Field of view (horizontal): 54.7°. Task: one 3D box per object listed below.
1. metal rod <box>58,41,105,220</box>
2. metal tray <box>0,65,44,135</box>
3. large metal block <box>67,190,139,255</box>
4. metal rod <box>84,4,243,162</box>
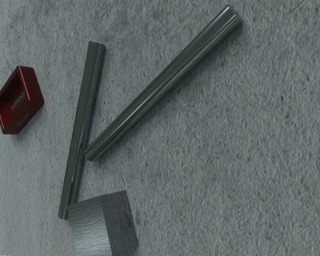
[{"bbox_3d":[-0.131,0.010,0.510,0.025,0.025,0.298,21,103,37],"label":"metal rod"},{"bbox_3d":[-0.294,-0.055,0.639,0.130,0.030,0.090,-37,68,33],"label":"metal tray"},{"bbox_3d":[-0.086,0.143,0.457,0.080,0.050,0.080,-24,75,37],"label":"large metal block"},{"bbox_3d":[-0.014,-0.041,0.414,0.299,0.025,0.025,-41,65,32],"label":"metal rod"}]
